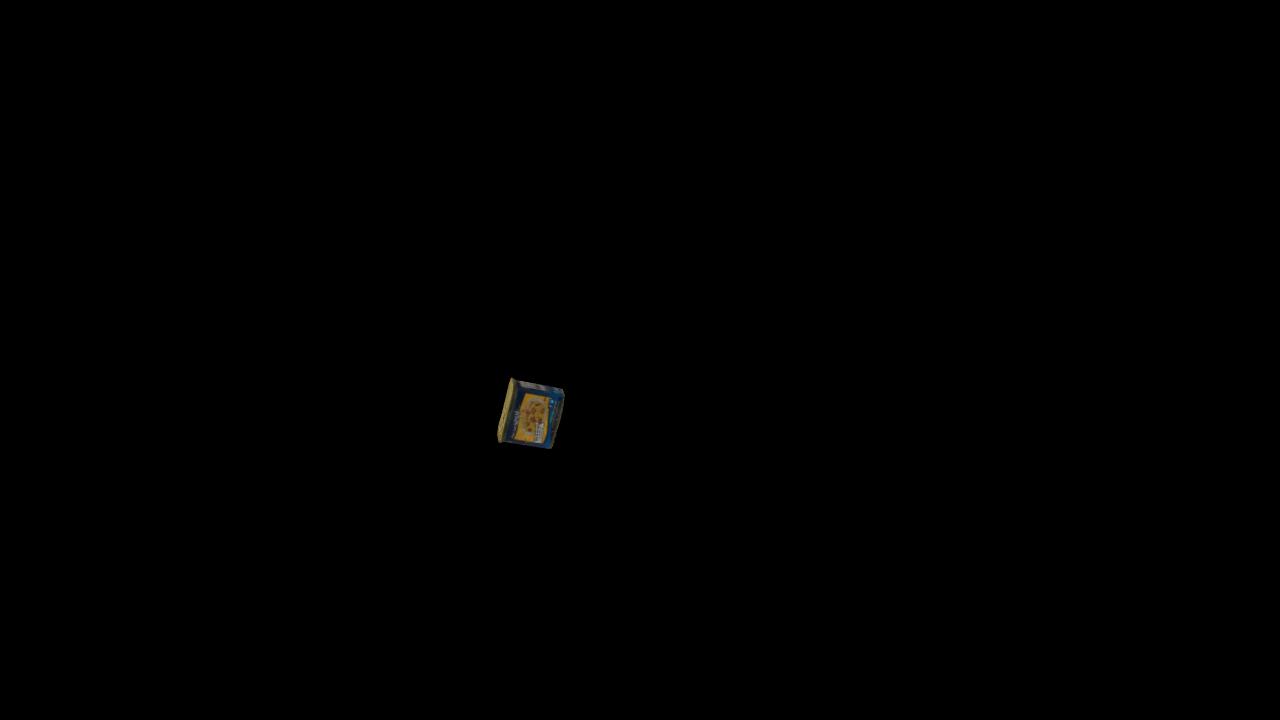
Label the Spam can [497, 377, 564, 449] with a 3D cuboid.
[{"bbox_3d":[-0.173,0.086,0.975,0.085,0.101,0.058,12,14,-19],"label":"Spam can"}]
